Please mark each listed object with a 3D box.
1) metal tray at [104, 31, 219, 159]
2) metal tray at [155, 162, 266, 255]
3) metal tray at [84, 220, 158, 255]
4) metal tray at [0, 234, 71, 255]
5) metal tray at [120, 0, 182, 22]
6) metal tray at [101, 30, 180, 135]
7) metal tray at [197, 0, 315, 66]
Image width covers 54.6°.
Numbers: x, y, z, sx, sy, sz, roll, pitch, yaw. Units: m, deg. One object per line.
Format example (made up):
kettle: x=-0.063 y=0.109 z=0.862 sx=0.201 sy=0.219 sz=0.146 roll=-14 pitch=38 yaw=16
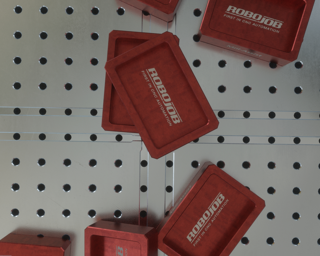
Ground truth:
metal tray: x=0.002 y=-0.039 z=0.380 sx=0.090 sy=0.030 sz=0.130 roll=-28 pitch=90 yaw=0
metal tray: x=0.063 y=0.122 z=0.411 sx=0.090 sy=0.030 sz=0.130 roll=36 pitch=90 yaw=0
metal tray: x=-0.050 y=0.190 z=0.394 sx=0.090 sy=0.030 sz=0.129 roll=0 pitch=90 yaw=22
metal tray: x=-0.172 y=0.213 z=0.410 sx=0.090 sy=0.030 sz=0.129 roll=5 pitch=90 yaw=0
metal tray: x=0.001 y=-0.221 z=0.410 sx=0.090 sy=0.030 sz=0.130 roll=25 pitch=90 yaw=0
metal tray: x=-0.025 y=-0.058 z=0.410 sx=0.090 sy=0.030 sz=0.129 roll=5 pitch=90 yaw=0
metal tray: x=0.125 y=-0.145 z=0.411 sx=0.131 sy=0.030 sz=0.090 roll=17 pitch=90 yaw=0
